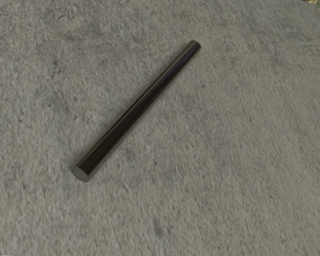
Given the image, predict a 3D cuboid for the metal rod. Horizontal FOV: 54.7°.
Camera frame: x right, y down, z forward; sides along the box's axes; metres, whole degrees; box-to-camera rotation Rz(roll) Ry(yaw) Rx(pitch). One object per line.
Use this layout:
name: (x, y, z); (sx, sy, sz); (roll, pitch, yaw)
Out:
metal rod: (-0.014, -0.043, 0.423); (0.025, 0.025, 0.301); (39, 51, -2)
